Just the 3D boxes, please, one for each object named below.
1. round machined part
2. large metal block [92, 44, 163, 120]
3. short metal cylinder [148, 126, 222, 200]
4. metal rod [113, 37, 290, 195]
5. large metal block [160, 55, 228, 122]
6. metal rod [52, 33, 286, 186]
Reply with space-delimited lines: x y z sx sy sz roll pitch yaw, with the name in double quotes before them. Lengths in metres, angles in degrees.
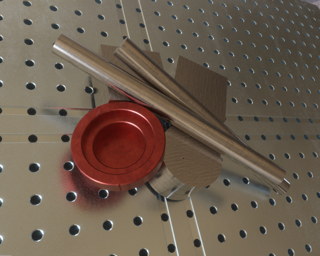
"round machined part" -0.044 0.023 0.341 0.099 0.042 0.098 1 61 -1
"large metal block" -0.039 -0.054 0.396 0.081 0.050 0.080 1 61 -28
"short metal cylinder" 0.027 0.041 0.376 0.081 0.050 0.080 14 56 -21
"metal rod" 0.066 -0.002 0.392 0.301 0.025 0.025 39 50 -21
"large metal block" 0.046 -0.044 0.437 0.080 0.050 0.080 22 54 -15
"metal rod" 0.019 -0.015 0.357 0.301 0.025 0.025 31 52 -10
